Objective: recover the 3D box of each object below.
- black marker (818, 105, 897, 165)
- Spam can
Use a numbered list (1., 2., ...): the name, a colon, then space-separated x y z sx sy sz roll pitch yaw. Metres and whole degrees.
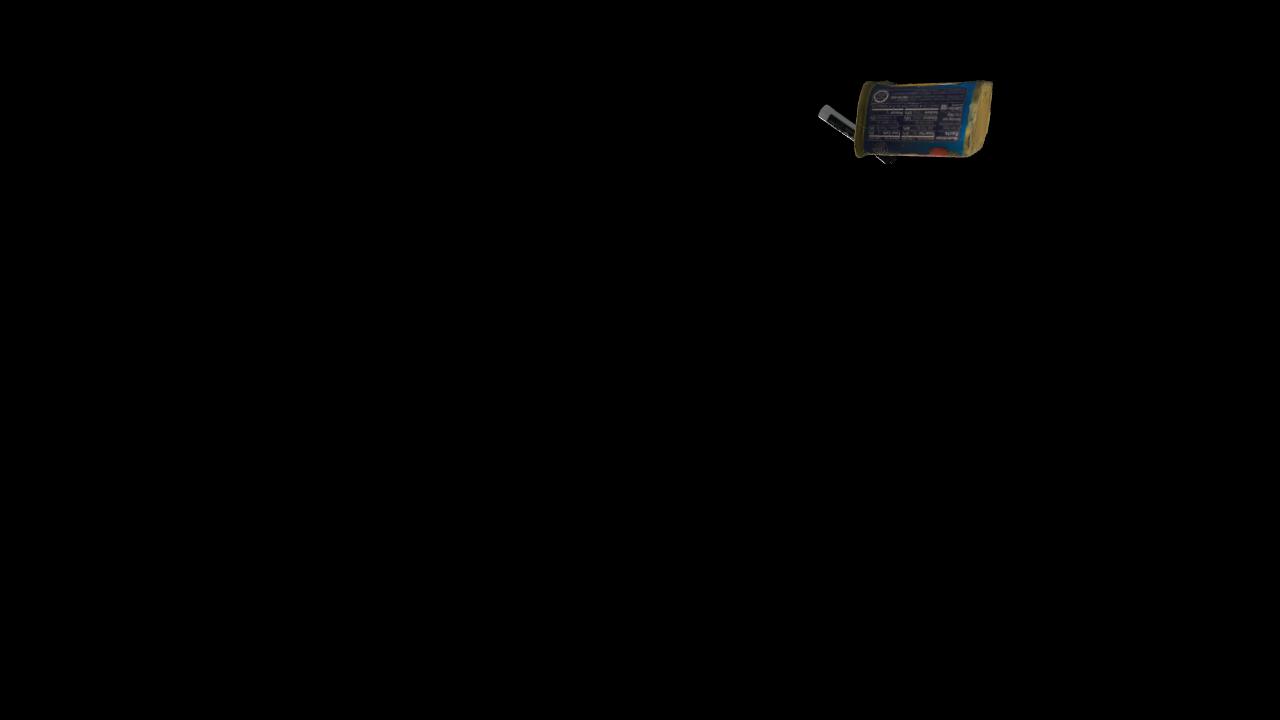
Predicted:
1. black marker: 0.289 -0.298 0.816 0.121 0.020 0.020 44 16 17
2. Spam can: 0.231 -0.196 0.497 0.085 0.058 0.101 13 28 31
